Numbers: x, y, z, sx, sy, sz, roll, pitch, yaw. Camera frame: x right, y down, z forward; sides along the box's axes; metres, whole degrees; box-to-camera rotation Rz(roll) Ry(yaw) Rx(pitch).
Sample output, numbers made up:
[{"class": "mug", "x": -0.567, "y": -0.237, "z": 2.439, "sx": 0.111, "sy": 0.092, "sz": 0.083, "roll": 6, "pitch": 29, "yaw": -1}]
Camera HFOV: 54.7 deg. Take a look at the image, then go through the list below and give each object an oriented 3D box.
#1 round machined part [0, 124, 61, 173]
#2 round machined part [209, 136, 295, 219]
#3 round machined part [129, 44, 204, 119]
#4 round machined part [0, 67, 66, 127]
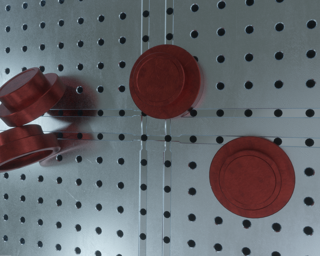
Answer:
[{"class": "round machined part", "x": -0.198, "y": 0.027, "z": 0.442, "sx": 0.098, "sy": 0.098, "sz": 0.042, "roll": -25, "pitch": 82, "yaw": 18}, {"class": "round machined part", "x": 0.107, "y": 0.058, "z": 0.366, "sx": 0.098, "sy": 0.042, "sz": 0.097, "roll": 0, "pitch": 90, "yaw": 19}, {"class": "round machined part", "x": 0.004, "y": -0.060, "z": 0.401, "sx": 0.098, "sy": 0.042, "sz": 0.097, "roll": 0, "pitch": 90, "yaw": 19}, {"class": "round machined part", "x": -0.188, "y": -0.050, "z": 0.438, "sx": 0.098, "sy": 0.098, "sz": 0.042, "roll": -16, "pitch": 127, "yaw": 19}]
